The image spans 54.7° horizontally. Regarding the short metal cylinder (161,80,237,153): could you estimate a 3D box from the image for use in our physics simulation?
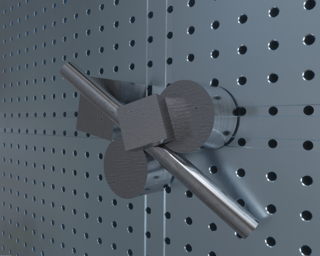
[{"bbox_3d":[0.040,-0.012,0.355,0.080,0.050,0.079,0,90,40],"label":"short metal cylinder"}]

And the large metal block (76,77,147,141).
[{"bbox_3d":[-0.071,-0.029,0.445,0.080,0.050,0.079,14,99,39],"label":"large metal block"}]

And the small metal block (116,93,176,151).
[{"bbox_3d":[-0.016,-0.005,0.343,0.050,0.025,0.050,-18,78,20],"label":"small metal block"}]

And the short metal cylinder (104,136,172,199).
[{"bbox_3d":[-0.029,0.050,0.412,0.080,0.050,0.079,0,90,40],"label":"short metal cylinder"}]

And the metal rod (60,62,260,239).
[{"bbox_3d":[-0.013,0.015,0.369,0.300,0.025,0.025,40,115,17],"label":"metal rod"}]
